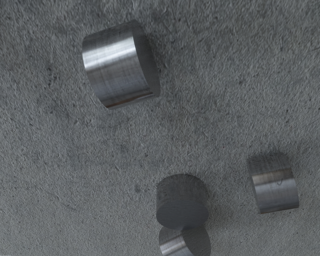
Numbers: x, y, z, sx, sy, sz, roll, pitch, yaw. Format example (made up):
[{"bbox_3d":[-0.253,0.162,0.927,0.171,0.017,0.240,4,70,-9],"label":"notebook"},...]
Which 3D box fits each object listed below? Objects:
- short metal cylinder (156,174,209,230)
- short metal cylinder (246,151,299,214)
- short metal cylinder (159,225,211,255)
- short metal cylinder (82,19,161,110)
[{"bbox_3d":[0.034,0.118,0.492,0.081,0.050,0.079,0,130,0],"label":"short metal cylinder"},{"bbox_3d":[0.157,0.078,0.438,0.050,0.080,0.080,-14,129,11],"label":"short metal cylinder"},{"bbox_3d":[0.044,0.198,0.540,0.050,0.080,0.080,-37,121,27],"label":"short metal cylinder"},{"bbox_3d":[-0.036,-0.063,0.317,0.050,0.080,0.080,-15,129,12],"label":"short metal cylinder"}]
